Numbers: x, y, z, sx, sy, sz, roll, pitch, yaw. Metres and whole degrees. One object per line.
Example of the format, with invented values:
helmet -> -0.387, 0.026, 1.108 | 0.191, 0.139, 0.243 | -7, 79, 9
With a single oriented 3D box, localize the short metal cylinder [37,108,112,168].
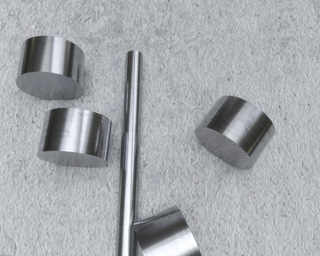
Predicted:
short metal cylinder -> -0.101, 0.014, 0.373 | 0.080, 0.080, 0.050 | 3, 70, 1

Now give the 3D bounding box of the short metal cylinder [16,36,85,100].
short metal cylinder -> -0.141, -0.076, 0.406 | 0.081, 0.080, 0.050 | -1, 70, -1

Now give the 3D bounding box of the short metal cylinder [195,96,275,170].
short metal cylinder -> 0.090, 0.006, 0.377 | 0.080, 0.080, 0.050 | 35, 74, 12

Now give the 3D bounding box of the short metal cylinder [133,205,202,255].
short metal cylinder -> 0.010, 0.130, 0.332 | 0.050, 0.080, 0.080 | -23, 72, -8

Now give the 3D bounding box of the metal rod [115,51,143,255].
metal rod -> -0.038, 0.036, 0.394 | 0.025, 0.025, 0.299 | 0, 70, 0
